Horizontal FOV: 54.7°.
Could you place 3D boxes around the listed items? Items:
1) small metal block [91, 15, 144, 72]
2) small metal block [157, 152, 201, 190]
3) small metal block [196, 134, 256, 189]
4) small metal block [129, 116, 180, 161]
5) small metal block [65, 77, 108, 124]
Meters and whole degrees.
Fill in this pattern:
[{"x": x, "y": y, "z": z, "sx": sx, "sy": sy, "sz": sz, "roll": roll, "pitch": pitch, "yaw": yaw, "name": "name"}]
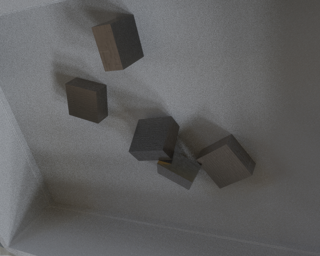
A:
[{"x": -0.047, "y": -0.098, "z": 0.357, "sx": 0.025, "sy": 0.050, "sz": 0.050, "roll": 0, "pitch": 119, "yaw": 28, "name": "small metal block"}, {"x": 0.024, "y": 0.056, "z": 0.415, "sx": 0.050, "sy": 0.025, "sz": 0.050, "roll": 27, "pitch": 161, "yaw": 11, "name": "small metal block"}, {"x": 0.083, "y": 0.043, "z": 0.391, "sx": 0.050, "sy": 0.025, "sz": 0.050, "roll": -34, "pitch": 100, "yaw": 38, "name": "small metal block"}, {"x": -0.007, "y": 0.014, "z": 0.401, "sx": 0.050, "sy": 0.050, "sz": 0.025, "roll": -5, "pitch": 144, "yaw": 30, "name": "small metal block"}, {"x": -0.103, "y": -0.039, "z": 0.439, "sx": 0.050, "sy": 0.025, "sz": 0.050, "roll": 16, "pitch": 125, "yaw": 19, "name": "small metal block"}]
